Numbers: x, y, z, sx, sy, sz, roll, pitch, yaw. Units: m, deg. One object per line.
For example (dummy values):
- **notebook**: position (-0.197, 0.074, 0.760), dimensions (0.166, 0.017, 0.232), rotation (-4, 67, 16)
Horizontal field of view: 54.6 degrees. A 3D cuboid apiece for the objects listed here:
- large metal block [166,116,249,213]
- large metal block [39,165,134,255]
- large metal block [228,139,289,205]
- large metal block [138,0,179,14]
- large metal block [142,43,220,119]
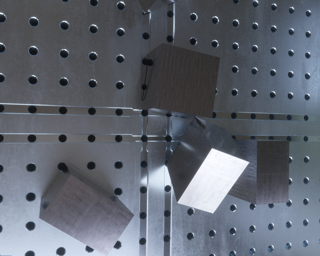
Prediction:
- **large metal block**: position (0.054, 0.044, 0.388), dimensions (0.050, 0.080, 0.080), rotation (21, 112, -19)
- **large metal block**: position (-0.085, 0.090, 0.352), dimensions (0.080, 0.080, 0.050), rotation (37, 78, -16)
- **large metal block**: position (0.130, 0.056, 0.431), dimensions (0.050, 0.080, 0.080), rotation (1, 90, -20)
- **large metal block**: position (0.015, -0.194, 0.388), dimensions (0.080, 0.080, 0.050), rotation (-29, 100, -18)
- **large metal block**: position (0.026, -0.058, 0.409), dimensions (0.081, 0.050, 0.080), rotation (9, 87, -20)
